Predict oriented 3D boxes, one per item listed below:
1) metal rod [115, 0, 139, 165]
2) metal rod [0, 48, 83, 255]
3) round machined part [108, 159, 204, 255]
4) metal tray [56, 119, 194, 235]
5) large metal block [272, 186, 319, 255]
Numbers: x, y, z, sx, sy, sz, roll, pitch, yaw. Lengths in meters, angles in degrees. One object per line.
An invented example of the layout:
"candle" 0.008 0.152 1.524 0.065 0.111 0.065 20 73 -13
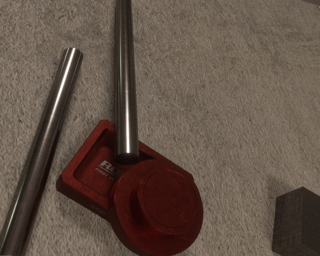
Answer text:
"metal rod" -0.046 -0.087 0.410 0.025 0.025 0.300 12 50 -22
"metal rod" -0.123 0.030 0.319 0.025 0.025 0.300 18 55 -19
"round machined part" 0.002 0.076 0.310 0.099 0.042 0.098 14 56 -21
"metal tray" -0.034 0.060 0.346 0.130 0.030 0.090 33 51 -7
"large metal block" 0.203 0.138 0.415 0.080 0.050 0.080 30 52 -10
